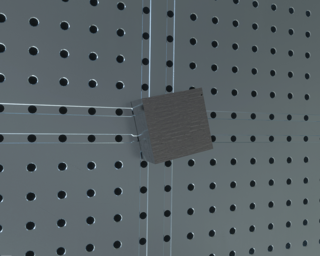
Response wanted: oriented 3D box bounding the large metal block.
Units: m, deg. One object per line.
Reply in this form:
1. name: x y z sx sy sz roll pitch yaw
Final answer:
1. large metal block: 0.015 -0.004 0.404 0.081 0.050 0.080 -13 95 -20
